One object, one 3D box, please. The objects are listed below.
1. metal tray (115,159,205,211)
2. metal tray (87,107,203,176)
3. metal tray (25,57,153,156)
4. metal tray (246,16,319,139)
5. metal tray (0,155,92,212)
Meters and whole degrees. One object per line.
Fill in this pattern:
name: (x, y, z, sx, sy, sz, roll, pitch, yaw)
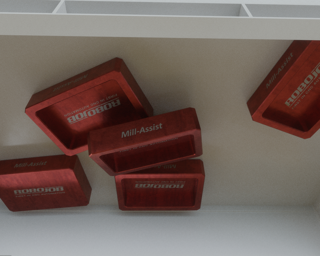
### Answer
metal tray: (0.000, 0.090, 0.482, 0.131, 0.030, 0.089, 0, 130, -1)
metal tray: (-0.014, 0.021, 0.392, 0.131, 0.030, 0.090, -13, 154, 3)
metal tray: (-0.085, -0.022, 0.386, 0.130, 0.030, 0.090, -20, 128, 16)
metal tray: (0.177, -0.052, 0.364, 0.091, 0.030, 0.129, 18, 128, -15)
metal tray: (-0.182, 0.086, 0.477, 0.131, 0.030, 0.089, -6, 130, 4)
